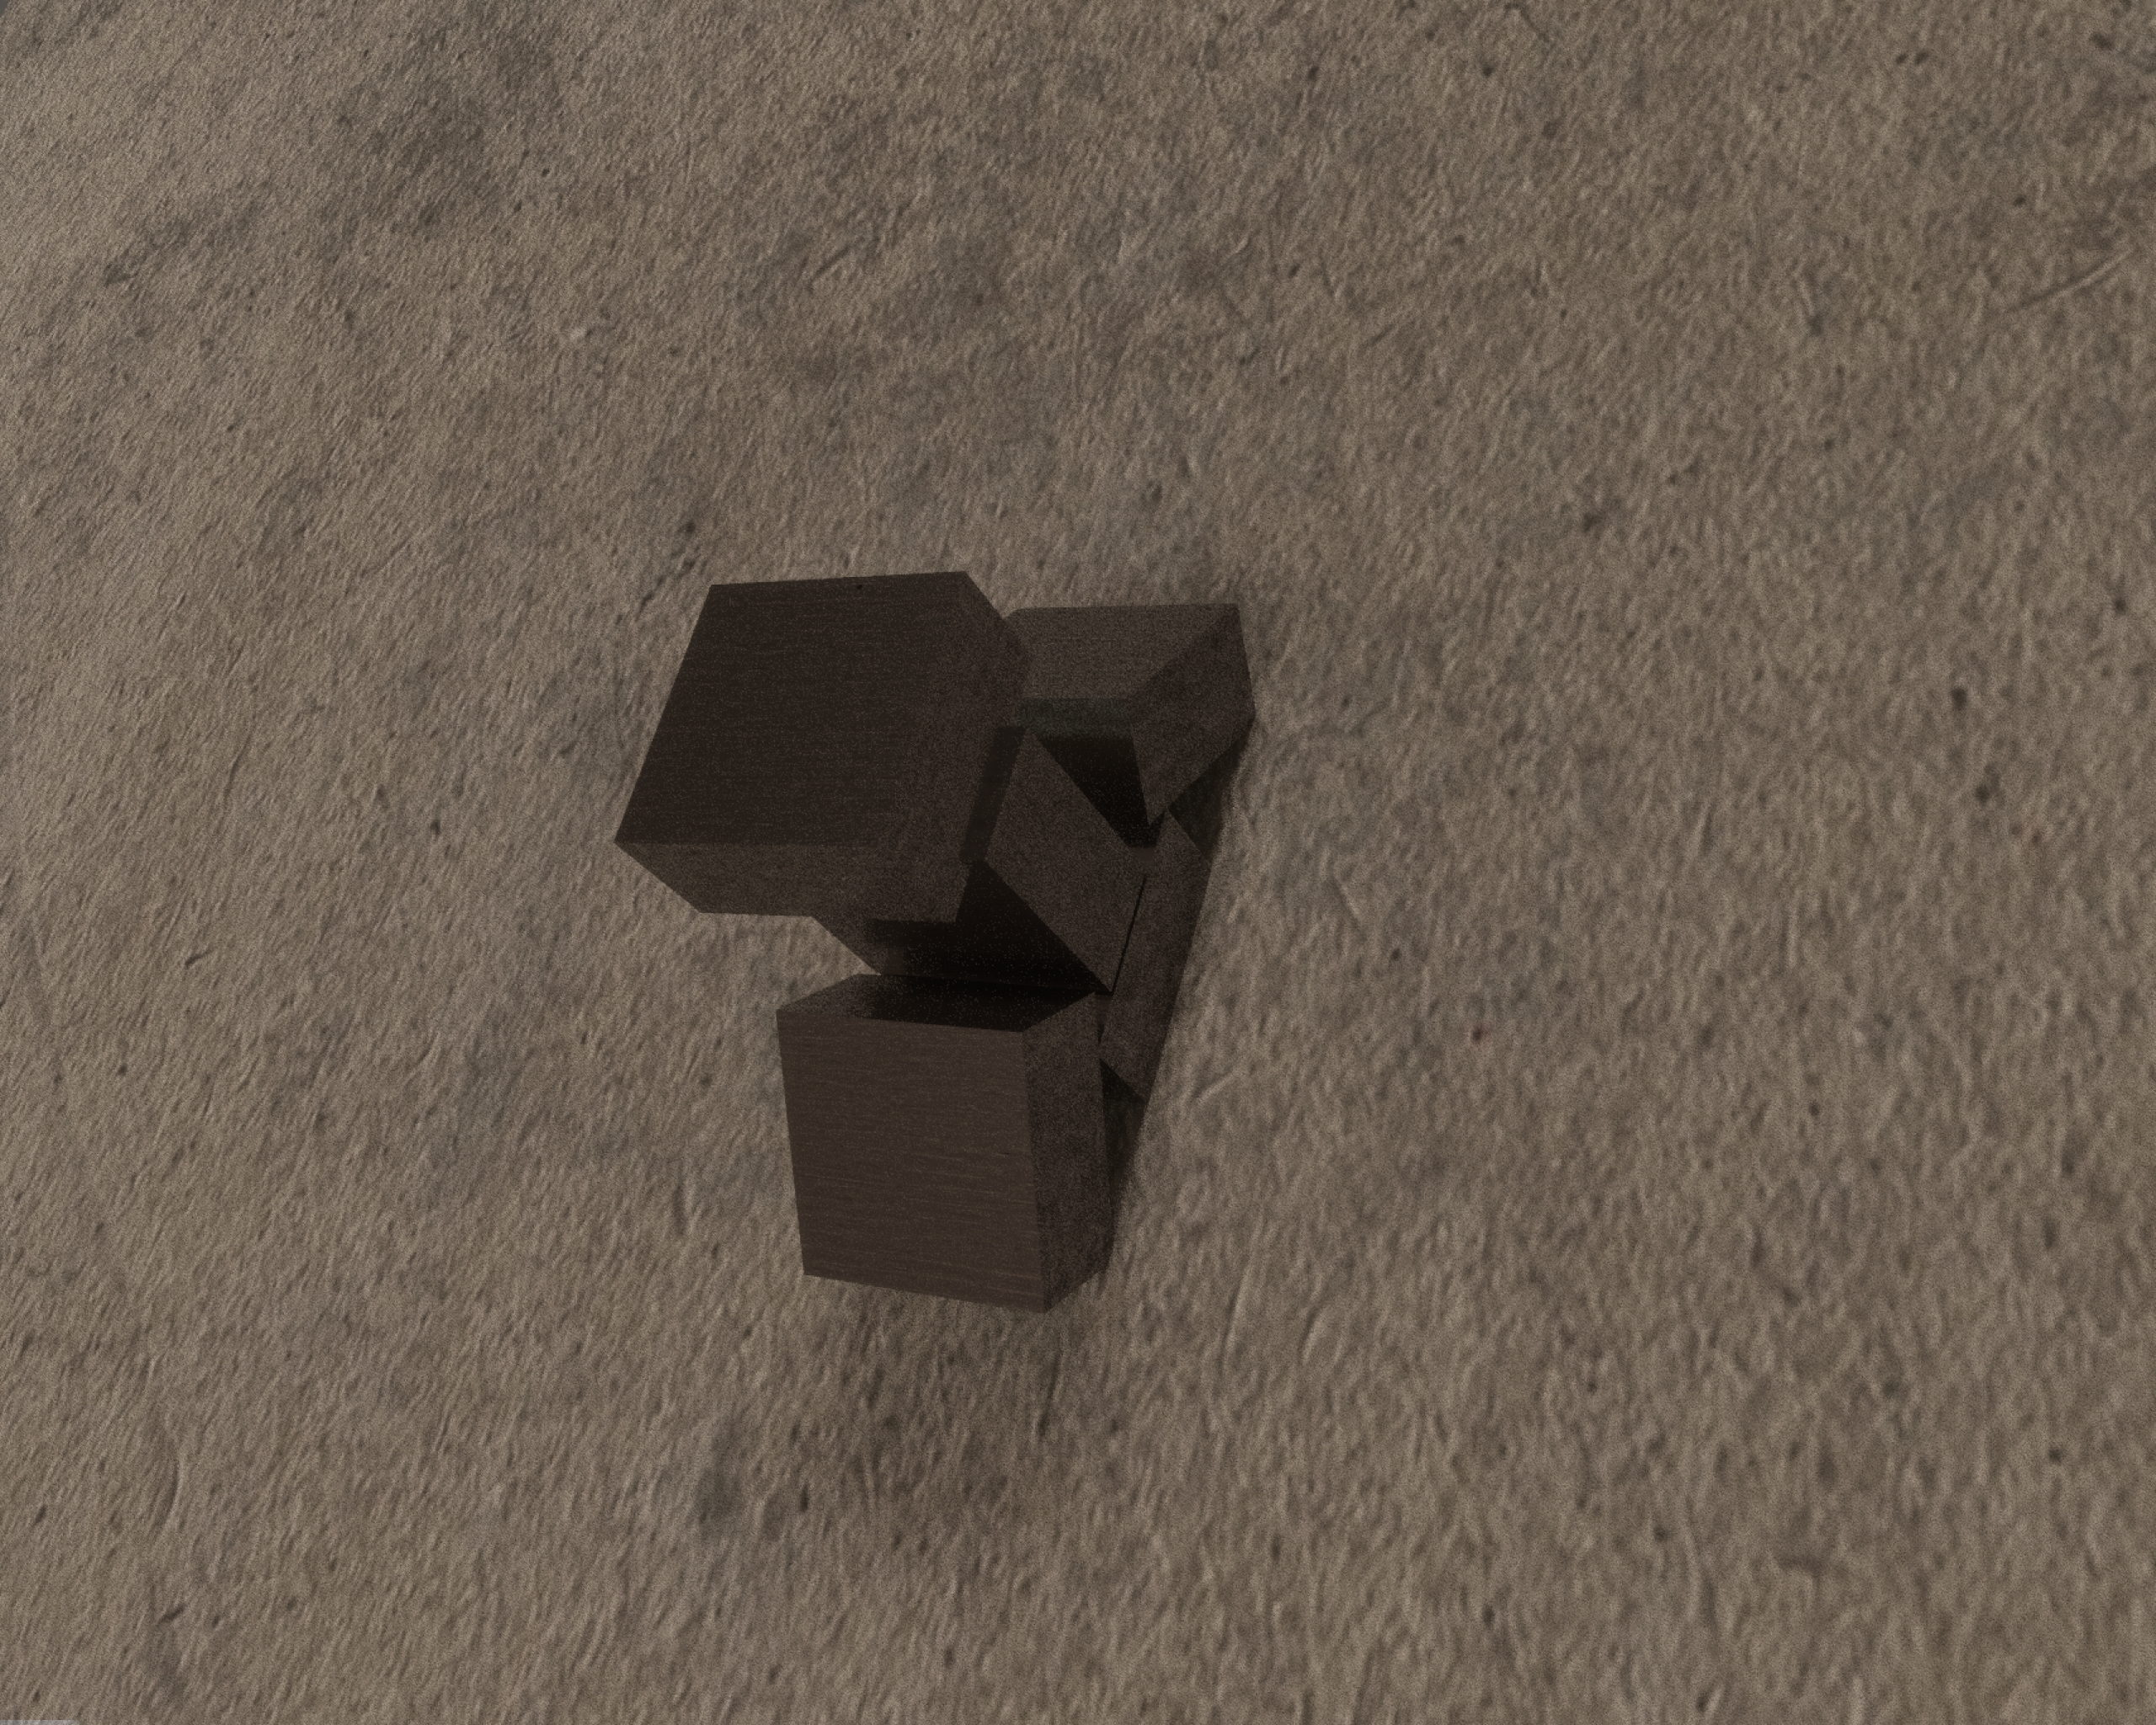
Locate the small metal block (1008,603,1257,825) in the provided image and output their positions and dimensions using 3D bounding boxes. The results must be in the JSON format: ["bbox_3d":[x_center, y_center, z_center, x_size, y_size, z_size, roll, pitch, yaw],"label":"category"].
[{"bbox_3d":[0.000,-0.030,0.407,0.050,0.025,0.050,3,27,29],"label":"small metal block"}]

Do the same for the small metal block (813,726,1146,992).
[{"bbox_3d":[-0.023,-0.001,0.368,0.050,0.050,0.025,3,63,29],"label":"small metal block"}]

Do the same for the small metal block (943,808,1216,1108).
[{"bbox_3d":[-0.007,0.017,0.398,0.050,0.025,0.050,3,63,29],"label":"small metal block"}]

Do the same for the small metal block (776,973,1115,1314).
[{"bbox_3d":[-0.023,0.049,0.370,0.050,0.025,0.050,2,103,29],"label":"small metal block"}]

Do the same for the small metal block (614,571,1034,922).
[{"bbox_3d":[-0.041,-0.019,0.341,0.050,0.025,0.050,1,62,28],"label":"small metal block"}]
